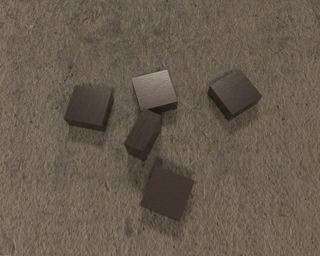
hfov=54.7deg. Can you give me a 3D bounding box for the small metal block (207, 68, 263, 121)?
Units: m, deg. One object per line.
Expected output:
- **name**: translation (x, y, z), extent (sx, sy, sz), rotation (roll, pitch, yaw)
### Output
- **small metal block**: translation (0.102, -0.046, 0.426), extent (0.050, 0.025, 0.050), rotation (-31, 73, -11)

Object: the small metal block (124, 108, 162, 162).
- **small metal block**: translation (-0.020, 0.010, 0.391), extent (0.025, 0.050, 0.050), rotation (25, 72, 8)

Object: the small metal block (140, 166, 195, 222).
- **small metal block**: translation (0.009, 0.081, 0.379), extent (0.050, 0.025, 0.050), rotation (21, 71, 7)

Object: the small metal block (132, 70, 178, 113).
- **small metal block**: translation (-0.007, -0.047, 0.425), extent (0.050, 0.025, 0.050), rotation (-15, 71, -6)

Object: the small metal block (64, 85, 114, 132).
- **small metal block**: translation (-0.094, -0.026, 0.417), extent (0.050, 0.025, 0.050), rotation (11, 70, 3)
